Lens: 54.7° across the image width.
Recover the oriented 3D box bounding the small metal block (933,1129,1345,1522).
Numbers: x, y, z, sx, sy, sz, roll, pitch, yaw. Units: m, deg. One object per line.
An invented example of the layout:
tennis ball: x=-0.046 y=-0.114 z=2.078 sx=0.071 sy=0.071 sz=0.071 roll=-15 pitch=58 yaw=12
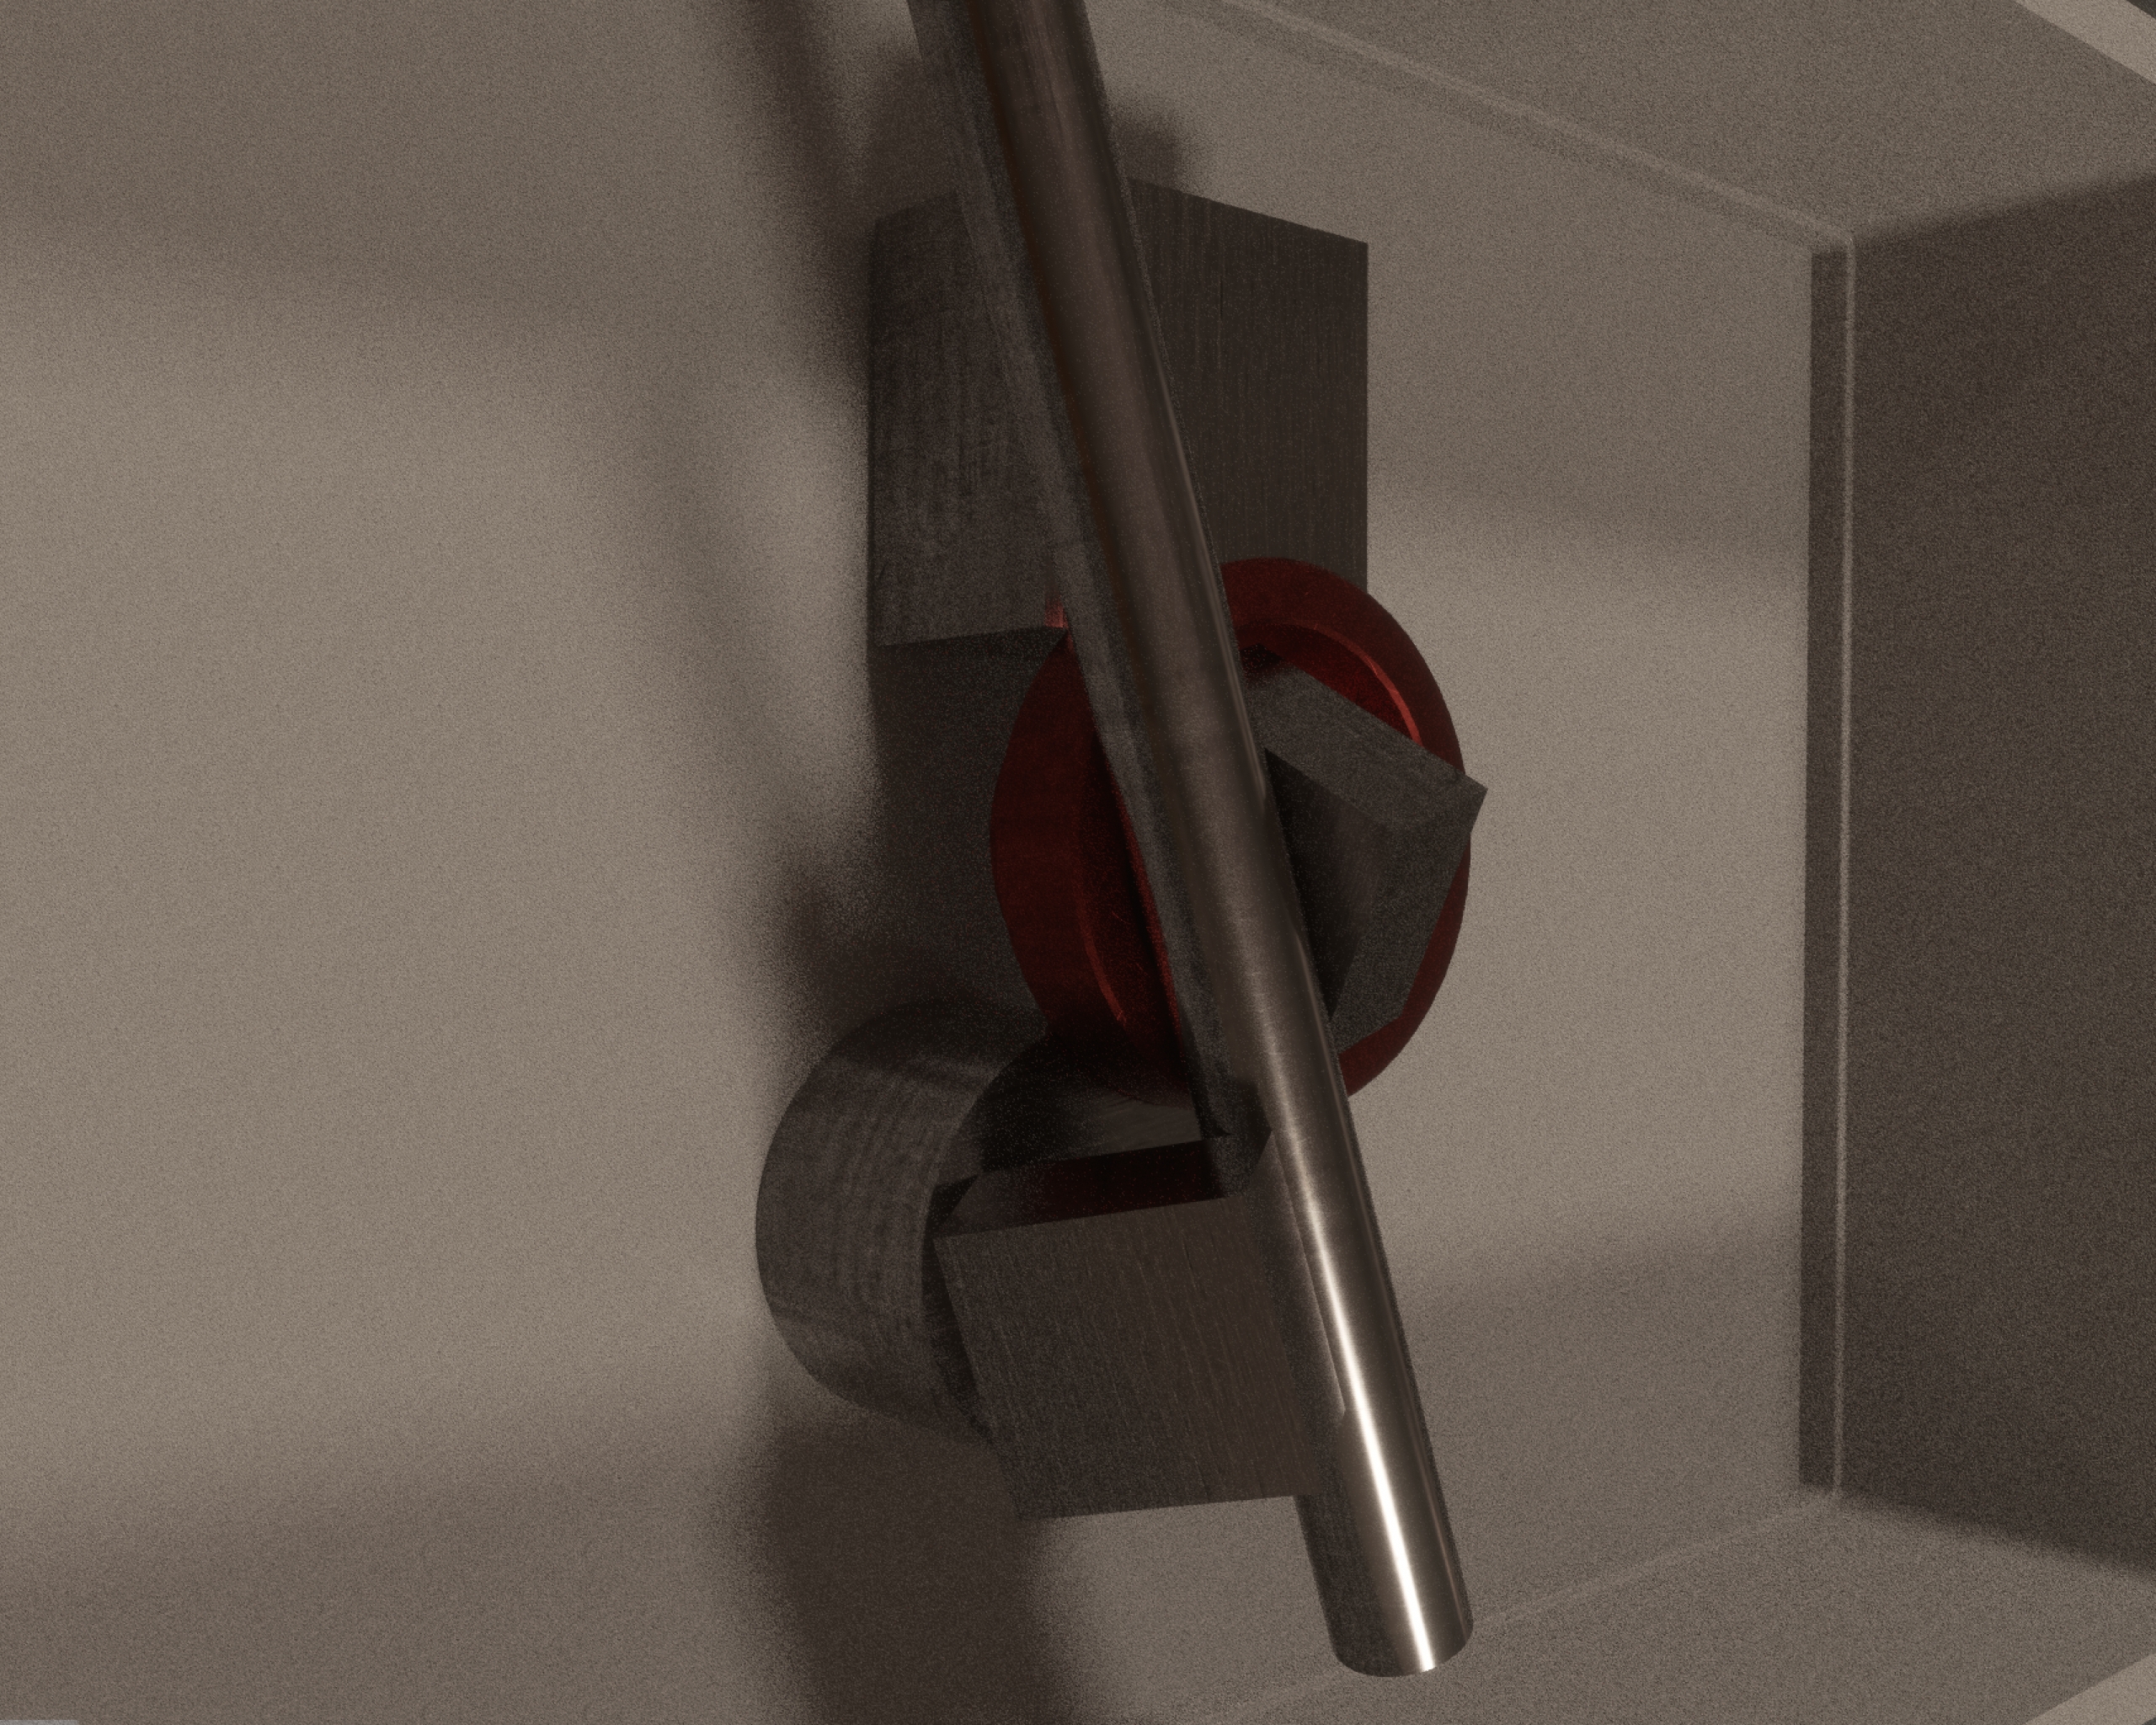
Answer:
small metal block: x=0.011 y=0.074 z=0.331 sx=0.025 sy=0.050 sz=0.050 roll=-47 pitch=124 yaw=-69

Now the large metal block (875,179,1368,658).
large metal block: x=0.009 y=-0.080 z=0.396 sx=0.081 sy=0.050 sz=0.079 roll=0 pitch=90 yaw=-40

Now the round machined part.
round machined part: x=0.023 y=-0.004 z=0.377 sx=0.099 sy=0.042 sz=0.097 roll=0 pitch=90 yaw=-40

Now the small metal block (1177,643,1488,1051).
small metal block: x=0.036 y=-0.002 z=0.358 sx=0.025 sy=0.050 sz=0.050 roll=-25 pitch=141 yaw=-41

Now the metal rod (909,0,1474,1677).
metal rod: x=0.019 y=-0.007 z=0.332 sx=0.025 sy=0.025 sz=0.298 roll=-25 pitch=106 yaw=-38

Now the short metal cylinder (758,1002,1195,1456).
short metal cylinder: x=-0.011 y=0.066 z=0.382 sx=0.081 sy=0.050 sz=0.079 roll=0 pitch=90 yaw=-40
